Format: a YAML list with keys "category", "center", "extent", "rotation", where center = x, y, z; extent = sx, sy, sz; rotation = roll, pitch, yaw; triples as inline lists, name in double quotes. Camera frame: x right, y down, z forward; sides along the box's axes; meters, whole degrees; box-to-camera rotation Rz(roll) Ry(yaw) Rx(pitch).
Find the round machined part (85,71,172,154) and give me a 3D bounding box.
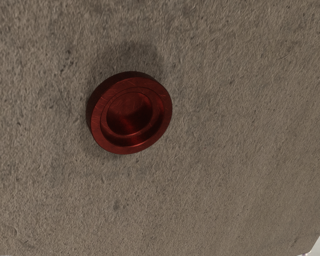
- category: "round machined part"
  center: [-0.039, -0.021, 0.363]
  extent: [0.099, 0.042, 0.097]
  rotation: [-14, 125, -21]
